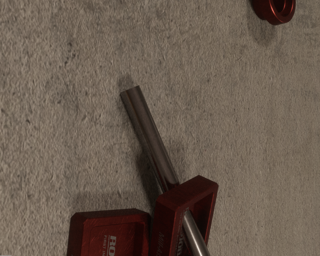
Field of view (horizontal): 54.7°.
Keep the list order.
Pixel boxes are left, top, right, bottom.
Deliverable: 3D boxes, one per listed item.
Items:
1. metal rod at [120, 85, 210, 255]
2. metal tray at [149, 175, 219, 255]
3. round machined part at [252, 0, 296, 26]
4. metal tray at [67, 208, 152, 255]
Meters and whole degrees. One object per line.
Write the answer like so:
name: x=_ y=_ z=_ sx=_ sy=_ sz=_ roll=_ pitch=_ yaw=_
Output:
metal rod: x=0.020 y=0.089 z=0.398 sx=0.025 sy=0.025 sz=0.299 roll=-29 pitch=101 yaw=-37
metal tray: x=0.029 y=0.134 z=0.395 sx=0.091 sy=0.030 sz=0.129 roll=-15 pitch=118 yaw=-48
round machined part: x=0.206 y=-0.238 z=0.569 sx=0.099 sy=0.042 sz=0.097 roll=0 pitch=90 yaw=-40
metal tray: x=-0.059 y=0.162 z=0.353 sx=0.091 sy=0.030 sz=0.129 roll=8 pitch=85 yaw=-40
